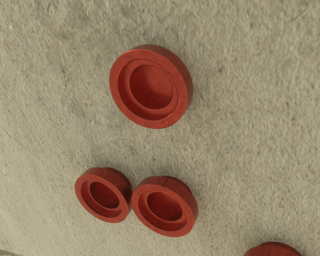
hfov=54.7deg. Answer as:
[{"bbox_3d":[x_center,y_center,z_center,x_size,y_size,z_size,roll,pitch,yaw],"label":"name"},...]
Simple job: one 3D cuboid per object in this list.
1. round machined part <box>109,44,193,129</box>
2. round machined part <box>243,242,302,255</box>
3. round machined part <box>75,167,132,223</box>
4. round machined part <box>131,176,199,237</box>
[{"bbox_3d":[-0.007,-0.051,0.367,0.098,0.042,0.097,13,124,20],"label":"round machined part"},{"bbox_3d":[0.164,0.199,0.432,0.098,0.042,0.097,13,124,20],"label":"round machined part"},{"bbox_3d":[-0.085,0.103,0.502,0.098,0.042,0.097,13,124,20],"label":"round machined part"},{"bbox_3d":[0.010,0.110,0.457,0.098,0.042,0.097,13,124,20],"label":"round machined part"}]
